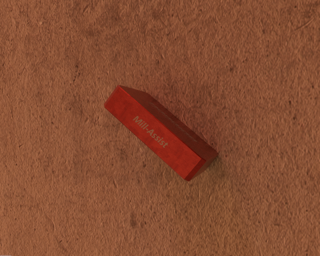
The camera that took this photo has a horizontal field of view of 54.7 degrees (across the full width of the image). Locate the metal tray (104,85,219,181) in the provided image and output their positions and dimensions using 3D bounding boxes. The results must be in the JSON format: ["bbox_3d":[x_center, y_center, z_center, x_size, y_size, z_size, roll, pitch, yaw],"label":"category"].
[{"bbox_3d":[0.005,0.003,0.373,0.130,0.090,0.030,41,103,15],"label":"metal tray"}]
